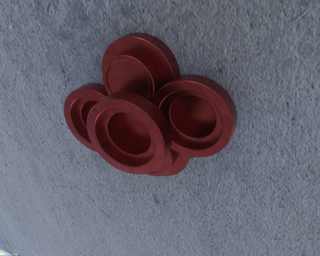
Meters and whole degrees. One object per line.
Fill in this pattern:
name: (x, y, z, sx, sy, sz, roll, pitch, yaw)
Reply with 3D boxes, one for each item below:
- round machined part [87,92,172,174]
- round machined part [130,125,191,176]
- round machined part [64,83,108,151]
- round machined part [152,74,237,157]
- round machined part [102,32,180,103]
round machined part: (-0.031, 0.002, 0.359, 0.098, 0.042, 0.097, 13, 124, 20)
round machined part: (-0.007, 0.026, 0.415, 0.098, 0.042, 0.097, 13, 124, 20)
round machined part: (-0.079, -0.017, 0.427, 0.098, 0.042, 0.097, 13, 124, 20)
round machined part: (0.042, -0.017, 0.364, 0.098, 0.042, 0.097, 13, 124, 20)
round machined part: (-0.029, -0.061, 0.373, 0.098, 0.042, 0.097, 13, 124, 20)
